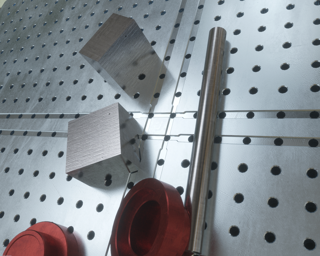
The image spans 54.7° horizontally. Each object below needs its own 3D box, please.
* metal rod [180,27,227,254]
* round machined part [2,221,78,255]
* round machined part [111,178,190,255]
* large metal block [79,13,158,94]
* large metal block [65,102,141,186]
[{"bbox_3d":[0.057,-0.006,0.381,0.025,0.025,0.300,-3,60,27],"label":"metal rod"},{"bbox_3d":[-0.153,0.163,0.378,0.098,0.042,0.098,-13,56,21],"label":"round machined part"},{"bbox_3d":[-0.007,0.105,0.320,0.098,0.042,0.098,-38,38,37],"label":"round machined part"},{"bbox_3d":[-0.061,-0.113,0.474,0.050,0.080,0.080,31,79,38],"label":"large metal block"},{"bbox_3d":[-0.077,0.023,0.419,0.080,0.050,0.080,-20,54,16],"label":"large metal block"}]
